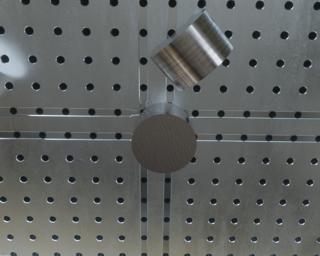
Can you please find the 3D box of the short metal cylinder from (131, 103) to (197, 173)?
[{"bbox_3d":[0.005,0.012,0.404,0.081,0.050,0.079,0,110,0],"label":"short metal cylinder"}]

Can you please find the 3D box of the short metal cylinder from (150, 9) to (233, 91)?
[{"bbox_3d":[0.035,-0.088,0.352,0.080,0.080,0.050,-39,106,13],"label":"short metal cylinder"}]
